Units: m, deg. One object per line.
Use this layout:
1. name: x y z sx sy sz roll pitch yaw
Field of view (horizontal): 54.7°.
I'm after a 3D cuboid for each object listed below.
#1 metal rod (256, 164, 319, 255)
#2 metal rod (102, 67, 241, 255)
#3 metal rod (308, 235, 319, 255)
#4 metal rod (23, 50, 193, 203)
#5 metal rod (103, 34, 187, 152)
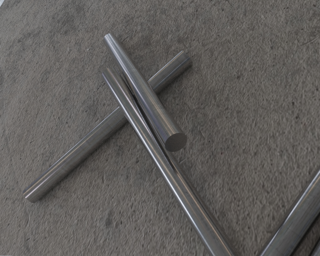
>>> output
1. metal rod: 0.144 0.065 0.288 0.025 0.025 0.300 32 79 38
2. metal rod: -0.002 0.027 0.369 0.025 0.025 0.300 -36 57 4
3. metal rod: 0.136 0.116 0.260 0.025 0.025 0.300 29 77 37
4. metal rod: -0.073 -0.002 0.443 0.300 0.025 0.025 -42 51 -1
5. metal rod: -0.035 -0.070 0.434 0.025 0.025 0.300 -36 42 4
